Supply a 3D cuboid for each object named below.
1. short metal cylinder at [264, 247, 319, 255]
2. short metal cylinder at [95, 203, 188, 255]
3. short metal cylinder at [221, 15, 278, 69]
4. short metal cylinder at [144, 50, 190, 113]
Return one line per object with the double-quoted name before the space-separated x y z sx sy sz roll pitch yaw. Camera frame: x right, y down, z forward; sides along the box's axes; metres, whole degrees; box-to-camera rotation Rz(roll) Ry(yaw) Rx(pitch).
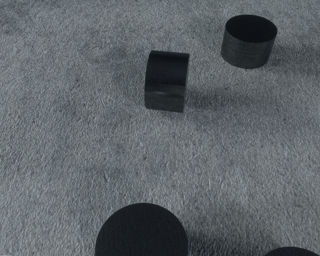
"short metal cylinder" 0.112 0.149 0.262 0.080 0.050 0.080 0 50 0
"short metal cylinder" -0.016 0.118 0.288 0.080 0.050 0.080 0 50 0
"short metal cylinder" 0.144 -0.142 0.507 0.080 0.050 0.080 0 50 0
"short metal cylinder" 0.011 -0.063 0.420 0.050 0.080 0.080 7 50 5
